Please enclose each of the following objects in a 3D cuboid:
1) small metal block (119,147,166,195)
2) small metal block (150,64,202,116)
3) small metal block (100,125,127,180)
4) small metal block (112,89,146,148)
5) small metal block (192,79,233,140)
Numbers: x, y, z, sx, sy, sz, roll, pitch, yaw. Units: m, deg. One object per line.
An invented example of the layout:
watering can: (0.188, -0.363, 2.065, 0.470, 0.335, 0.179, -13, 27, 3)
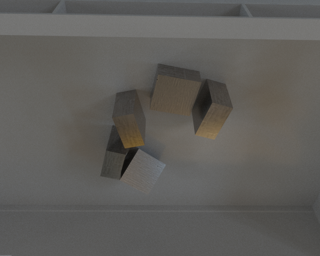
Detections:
small metal block: (-0.028, 0.060, 0.443, 0.050, 0.025, 0.050, 34, 83, -26)
small metal block: (0.017, -0.045, 0.371, 0.050, 0.025, 0.050, 9, 130, -8)
small metal block: (-0.060, 0.033, 0.419, 0.025, 0.050, 0.050, 13, 129, -8)
small metal block: (-0.037, -0.011, 0.382, 0.025, 0.050, 0.050, -10, 130, 8)
small metal block: (0.061, -0.023, 0.374, 0.025, 0.050, 0.050, 14, 129, -12)
